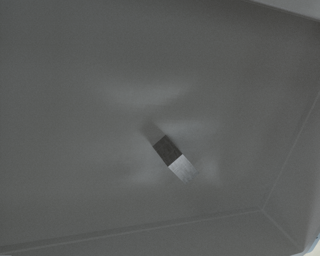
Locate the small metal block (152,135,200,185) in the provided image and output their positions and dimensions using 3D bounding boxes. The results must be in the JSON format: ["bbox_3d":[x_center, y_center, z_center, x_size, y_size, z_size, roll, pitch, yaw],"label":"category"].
[{"bbox_3d":[0.022,0.044,0.431,0.025,0.050,0.050,-41,129,0],"label":"small metal block"}]
